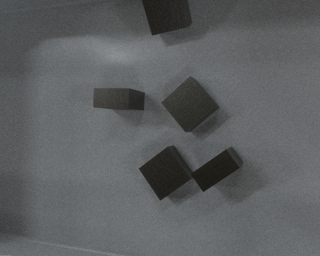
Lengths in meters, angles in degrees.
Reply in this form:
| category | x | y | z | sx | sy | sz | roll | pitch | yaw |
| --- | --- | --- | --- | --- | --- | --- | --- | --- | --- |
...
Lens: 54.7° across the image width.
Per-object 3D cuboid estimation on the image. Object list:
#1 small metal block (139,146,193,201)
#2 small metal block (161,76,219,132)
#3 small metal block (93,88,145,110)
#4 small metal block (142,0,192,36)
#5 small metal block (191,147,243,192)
| category | x | y | z | sx | sy | sz | roll | pitch | yaw |
| --- | --- | --- | --- | --- | --- | --- | --- | --- | --- |
| small metal block | 0.009 | 0.058 | 0.406 | 0.050 | 0.025 | 0.050 | -38 | 78 | 15 |
| small metal block | 0.039 | -0.030 | 0.396 | 0.050 | 0.025 | 0.050 | -42 | 77 | 15 |
| small metal block | -0.054 | -0.038 | 0.415 | 0.050 | 0.050 | 0.025 | 3 | 91 | 19 |
| small metal block | 0.009 | -0.151 | 0.395 | 0.050 | 0.025 | 0.050 | -7 | 118 | 19 |
| small metal block | 0.070 | 0.048 | 0.372 | 0.050 | 0.050 | 0.025 | -38 | 78 | 16 |
